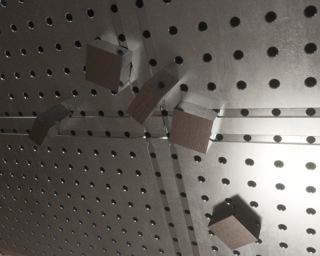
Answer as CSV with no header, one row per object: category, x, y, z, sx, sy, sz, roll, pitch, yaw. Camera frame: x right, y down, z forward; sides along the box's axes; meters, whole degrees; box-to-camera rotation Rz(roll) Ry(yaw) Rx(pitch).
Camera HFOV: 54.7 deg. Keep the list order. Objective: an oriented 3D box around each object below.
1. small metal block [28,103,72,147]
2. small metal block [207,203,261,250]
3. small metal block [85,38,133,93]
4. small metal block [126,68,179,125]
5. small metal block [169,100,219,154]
small metal block,-0.170,-0.005,0.479,0.025,0.050,0.050,41,129,0
small metal block,0.106,0.142,0.442,0.050,0.025,0.050,45,129,-4
small metal block,-0.066,-0.080,0.395,0.050,0.025,0.050,23,127,14
small metal block,-0.009,-0.038,0.375,0.025,0.050,0.050,40,129,1
small metal block,0.042,-0.001,0.387,0.050,0.025,0.050,19,126,17
